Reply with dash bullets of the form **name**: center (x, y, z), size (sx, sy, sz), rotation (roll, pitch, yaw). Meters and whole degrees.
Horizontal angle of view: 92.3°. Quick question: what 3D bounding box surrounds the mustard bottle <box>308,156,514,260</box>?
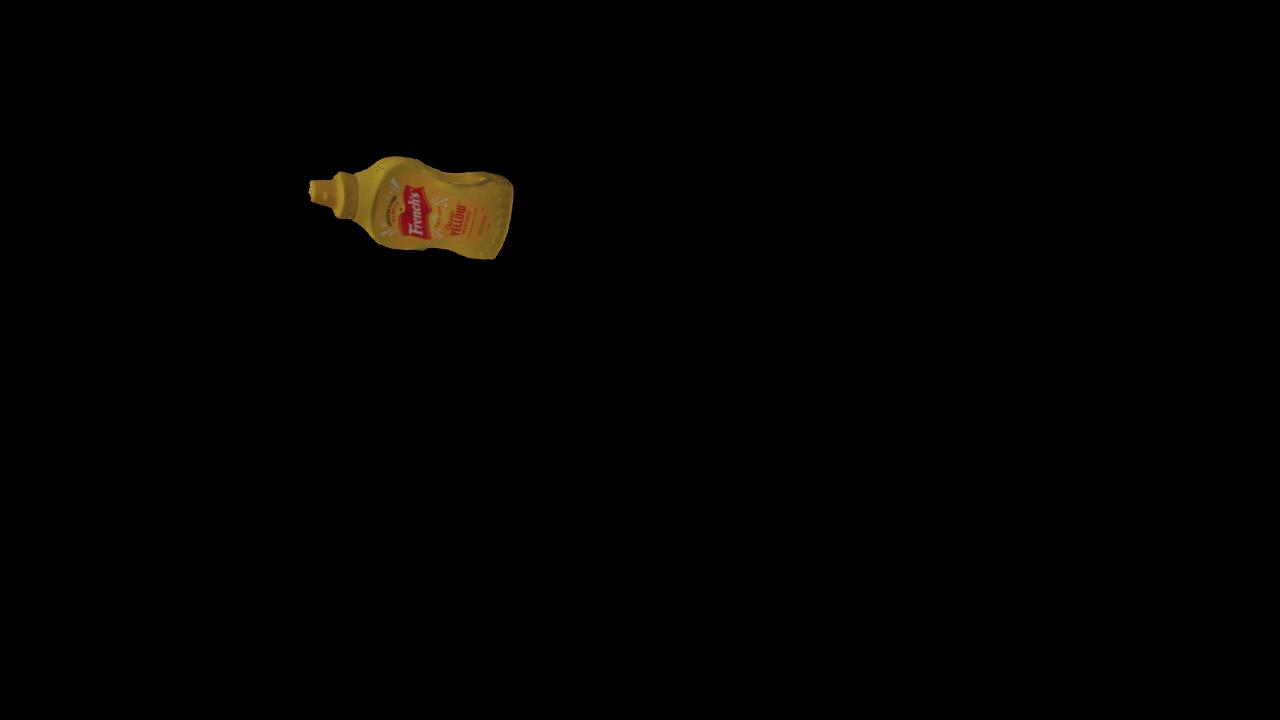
- **mustard bottle**: center (-0.221, -0.150, 0.601), size (0.184, 0.092, 0.054), rotation (0, 39, -38)
